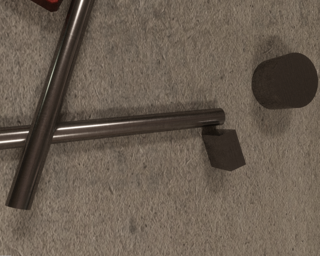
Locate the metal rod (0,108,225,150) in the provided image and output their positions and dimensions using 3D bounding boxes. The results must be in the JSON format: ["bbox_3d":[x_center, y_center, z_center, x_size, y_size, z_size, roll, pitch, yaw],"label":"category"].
[{"bbox_3d":[-0.055,-0.001,0.389,0.303,0.025,0.025,-6,92,-20],"label":"metal rod"}]

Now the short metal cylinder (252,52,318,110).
[{"bbox_3d":[0.187,-0.069,0.467,0.081,0.050,0.079,0,90,-21],"label":"short metal cylinder"}]

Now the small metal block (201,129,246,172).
[{"bbox_3d":[0.087,0.029,0.430,0.025,0.050,0.050,-21,97,-19],"label":"small metal block"}]

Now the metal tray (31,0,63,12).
[{"bbox_3d":[-0.158,-0.206,0.347,0.131,0.030,0.090,28,81,-18],"label":"metal tray"}]

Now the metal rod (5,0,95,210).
[{"bbox_3d":[-0.112,-0.061,0.349,0.025,0.025,0.299,18,77,-20],"label":"metal rod"}]
